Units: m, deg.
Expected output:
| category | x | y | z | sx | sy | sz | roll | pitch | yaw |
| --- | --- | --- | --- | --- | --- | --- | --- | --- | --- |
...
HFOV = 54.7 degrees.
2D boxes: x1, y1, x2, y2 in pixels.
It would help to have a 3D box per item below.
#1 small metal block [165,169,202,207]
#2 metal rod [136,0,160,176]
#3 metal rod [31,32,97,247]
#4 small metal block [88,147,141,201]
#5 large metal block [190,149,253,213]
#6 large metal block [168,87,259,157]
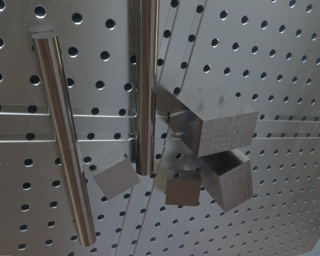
| category | x | y | z | sx | sy | sz | roll | pitch | yaw |
| --- | --- | --- | --- | --- | --- | --- | --- | --- | --- |
| small metal block | 0.035 | 0.092 | 0.474 | 0.050 | 0.025 | 0.050 | 4 | 120 | -1 |
| metal rod | -0.016 | -0.069 | 0.359 | 0.025 | 0.025 | 0.298 | -11 | 123 | -22 |
| metal rod | -0.108 | 0.037 | 0.375 | 0.025 | 0.025 | 0.298 | -14 | 125 | -20 |
| small metal block | -0.060 | 0.062 | 0.416 | 0.050 | 0.025 | 0.050 | -29 | 128 | -10 |
| large metal block | 0.092 | 0.064 | 0.465 | 0.050 | 0.080 | 0.080 | -26 | 128 | -12 |
| large metal block | 0.066 | -0.012 | 0.404 | 0.081 | 0.080 | 0.050 | -10 | 123 | -23 |
